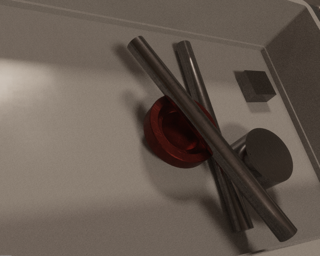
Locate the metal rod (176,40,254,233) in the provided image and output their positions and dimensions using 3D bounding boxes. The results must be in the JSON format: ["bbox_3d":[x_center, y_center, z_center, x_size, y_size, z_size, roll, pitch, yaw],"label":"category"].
[{"bbox_3d":[0.072,-0.004,0.448,0.025,0.025,0.299,0,62,-29],"label":"metal rod"}]

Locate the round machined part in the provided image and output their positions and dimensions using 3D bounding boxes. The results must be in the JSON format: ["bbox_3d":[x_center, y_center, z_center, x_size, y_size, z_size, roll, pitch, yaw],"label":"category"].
[{"bbox_3d":[0.024,0.008,0.404,0.099,0.042,0.098,14,56,-21],"label":"round machined part"}]

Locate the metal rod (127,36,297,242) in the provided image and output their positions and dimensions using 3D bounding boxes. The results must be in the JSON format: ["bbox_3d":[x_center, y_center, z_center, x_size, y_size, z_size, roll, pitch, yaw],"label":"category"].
[{"bbox_3d":[0.058,0.006,0.380,0.025,0.025,0.299,-31,79,-38],"label":"metal rod"}]

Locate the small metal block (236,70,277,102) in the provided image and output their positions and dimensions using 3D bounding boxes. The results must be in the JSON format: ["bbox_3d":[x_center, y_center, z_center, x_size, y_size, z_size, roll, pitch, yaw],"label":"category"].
[{"bbox_3d":[0.169,-0.073,0.544,0.050,0.025,0.050,-3,63,-30],"label":"small metal block"}]

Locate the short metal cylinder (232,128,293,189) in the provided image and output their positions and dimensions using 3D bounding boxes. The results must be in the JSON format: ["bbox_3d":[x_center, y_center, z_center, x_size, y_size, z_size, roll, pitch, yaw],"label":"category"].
[{"bbox_3d":[0.138,0.047,0.438,0.081,0.050,0.080,14,56,-21],"label":"short metal cylinder"}]
